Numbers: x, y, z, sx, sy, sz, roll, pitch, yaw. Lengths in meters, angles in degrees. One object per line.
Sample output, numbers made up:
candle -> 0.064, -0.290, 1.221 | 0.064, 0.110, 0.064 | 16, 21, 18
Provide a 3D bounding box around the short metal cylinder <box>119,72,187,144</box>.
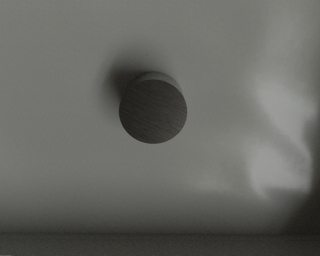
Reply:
short metal cylinder -> -0.008, -0.027, 0.388 | 0.081, 0.050, 0.079 | 0, 110, -1
